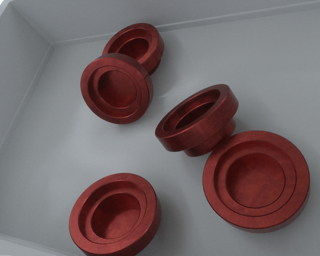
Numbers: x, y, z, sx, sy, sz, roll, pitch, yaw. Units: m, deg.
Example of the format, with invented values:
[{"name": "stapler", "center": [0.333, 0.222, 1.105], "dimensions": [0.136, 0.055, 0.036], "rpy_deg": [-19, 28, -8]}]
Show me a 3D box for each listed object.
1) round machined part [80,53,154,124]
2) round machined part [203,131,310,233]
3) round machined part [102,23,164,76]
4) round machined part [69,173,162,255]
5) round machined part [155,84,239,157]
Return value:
[{"name": "round machined part", "center": [-0.056, -0.057, 0.432], "dimensions": [0.098, 0.098, 0.042], "rpy_deg": [-11, 26, 22]}, {"name": "round machined part", "center": [0.096, 0.055, 0.309], "dimensions": [0.098, 0.042, 0.098], "rpy_deg": [-12, 58, 20]}, {"name": "round machined part", "center": [-0.038, -0.112, 0.482], "dimensions": [0.098, 0.042, 0.098], "rpy_deg": [-13, 56, 20]}, {"name": "round machined part", "center": [-0.046, 0.101, 0.344], "dimensions": [0.098, 0.042, 0.098], "rpy_deg": [-10, 43, 10]}, {"name": "round machined part", "center": [0.046, -0.004, 0.353], "dimensions": [0.098, 0.042, 0.098], "rpy_deg": [-33, 17, 12]}]
